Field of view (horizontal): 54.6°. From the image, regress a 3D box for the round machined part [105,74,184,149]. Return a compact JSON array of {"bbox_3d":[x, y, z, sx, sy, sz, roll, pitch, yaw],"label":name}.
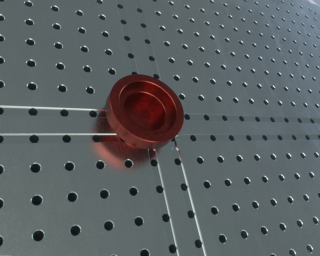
[{"bbox_3d":[-0.022,-0.017,0.395,0.099,0.042,0.098,13,56,-21],"label":"round machined part"}]
